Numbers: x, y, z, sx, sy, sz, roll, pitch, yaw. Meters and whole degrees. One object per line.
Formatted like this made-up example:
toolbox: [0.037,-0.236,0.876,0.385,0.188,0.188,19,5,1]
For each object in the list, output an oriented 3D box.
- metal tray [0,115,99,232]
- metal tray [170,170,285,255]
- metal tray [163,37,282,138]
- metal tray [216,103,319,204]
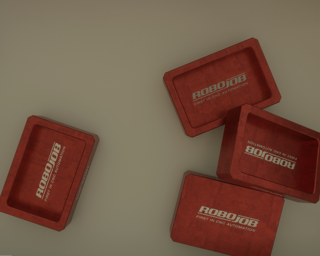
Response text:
metal tray: [-0.145,0.058,0.407,0.090,0.030,0.129,19,90,0]
metal tray: [0.086,0.116,0.409,0.131,0.030,0.090,14,90,0]
metal tray: [0.080,-0.052,0.409,0.131,0.030,0.090,-22,90,0]
metal tray: [0.138,0.033,0.378,0.131,0.030,0.090,19,74,-18]
